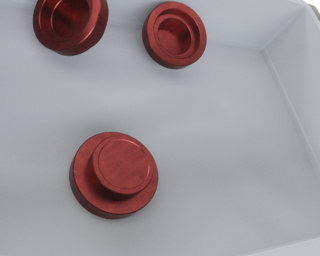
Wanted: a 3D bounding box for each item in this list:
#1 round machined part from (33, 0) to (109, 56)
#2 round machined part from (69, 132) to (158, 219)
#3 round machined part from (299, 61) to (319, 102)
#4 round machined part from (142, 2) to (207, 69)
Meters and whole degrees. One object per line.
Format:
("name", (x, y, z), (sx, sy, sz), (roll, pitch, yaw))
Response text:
("round machined part", (-0.109, -0.139, 0.399), (0.098, 0.098, 0.042), (62, 13, 16))
("round machined part", (-0.046, 0.047, 0.343), (0.099, 0.042, 0.098), (14, 56, -21))
("round machined part", (0.347, -0.103, 0.651), (0.099, 0.042, 0.098), (14, 56, -21))
("round machined part", (0.018, -0.138, 0.475), (0.099, 0.042, 0.097), (2, 85, -22))
